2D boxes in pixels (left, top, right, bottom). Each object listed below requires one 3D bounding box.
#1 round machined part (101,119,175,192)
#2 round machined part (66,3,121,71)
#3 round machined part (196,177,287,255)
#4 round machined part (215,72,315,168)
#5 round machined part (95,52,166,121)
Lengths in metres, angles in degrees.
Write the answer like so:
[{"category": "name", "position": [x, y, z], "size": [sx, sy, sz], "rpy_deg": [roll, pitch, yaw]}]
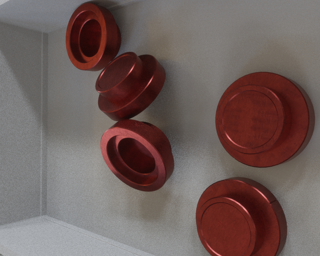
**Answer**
[{"category": "round machined part", "position": [-0.024, 0.031, 0.398], "size": [0.098, 0.042, 0.097], "rpy_deg": [18, 129, 24]}, {"category": "round machined part", "position": [-0.098, -0.136, 0.475], "size": [0.098, 0.042, 0.097], "rpy_deg": [3, 95, 39]}, {"category": "round machined part", "position": [0.079, 0.104, 0.331], "size": [0.098, 0.042, 0.097], "rpy_deg": [0, 90, 40]}, {"category": "round machined part", "position": [0.099, -0.008, 0.314], "size": [0.098, 0.042, 0.097], "rpy_deg": [0, 90, 40]}, {"category": "round machined part", "position": [-0.045, -0.060, 0.402], "size": [0.098, 0.042, 0.098], "rpy_deg": [-25, 41, 25]}]
